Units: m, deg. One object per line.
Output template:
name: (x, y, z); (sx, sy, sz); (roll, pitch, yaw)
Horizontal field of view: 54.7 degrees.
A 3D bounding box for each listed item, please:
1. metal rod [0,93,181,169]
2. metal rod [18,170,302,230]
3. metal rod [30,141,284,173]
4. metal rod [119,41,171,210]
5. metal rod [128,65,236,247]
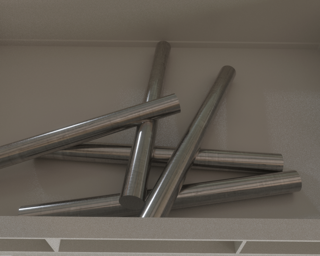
metal rod: (-0.122, 0.015, 0.356); (0.302, 0.025, 0.025); (-18, 52, -8)
metal rod: (0.006, 0.077, 0.338); (0.302, 0.025, 0.025); (-6, 51, -6)
metal rod: (-0.008, 0.034, 0.375); (0.302, 0.025, 0.025); (4, 50, 2)
metal rod: (-0.011, -0.031, 0.406); (0.025, 0.025, 0.300); (5, 44, 4)
metal rod: (0.044, 0.006, 0.373); (0.025, 0.025, 0.301); (19, 45, 15)
